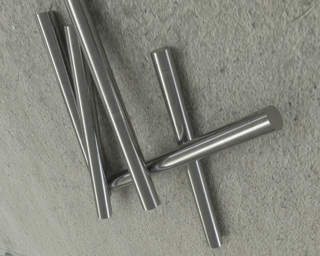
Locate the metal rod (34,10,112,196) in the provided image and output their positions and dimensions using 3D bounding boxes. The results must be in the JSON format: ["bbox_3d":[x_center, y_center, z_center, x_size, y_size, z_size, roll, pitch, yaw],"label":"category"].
[{"bbox_3d":[-0.121,-0.016,0.460,0.025,0.025,0.298,3,120,27],"label":"metal rod"}]

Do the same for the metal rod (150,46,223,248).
[{"bbox_3d":[0.042,0.042,0.410,0.025,0.025,0.298,-3,117,30],"label":"metal rod"}]

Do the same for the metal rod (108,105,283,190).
[{"bbox_3d":[0.016,0.039,0.391,0.025,0.025,0.299,52,138,-9],"label":"metal rod"}]

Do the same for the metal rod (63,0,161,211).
[{"bbox_3d":[-0.060,-0.036,0.384,0.025,0.025,0.298,-12,103,33],"label":"metal rod"}]

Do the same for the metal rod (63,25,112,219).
[{"bbox_3d":[-0.099,0.007,0.447,0.025,0.025,0.298,8,118,24],"label":"metal rod"}]
